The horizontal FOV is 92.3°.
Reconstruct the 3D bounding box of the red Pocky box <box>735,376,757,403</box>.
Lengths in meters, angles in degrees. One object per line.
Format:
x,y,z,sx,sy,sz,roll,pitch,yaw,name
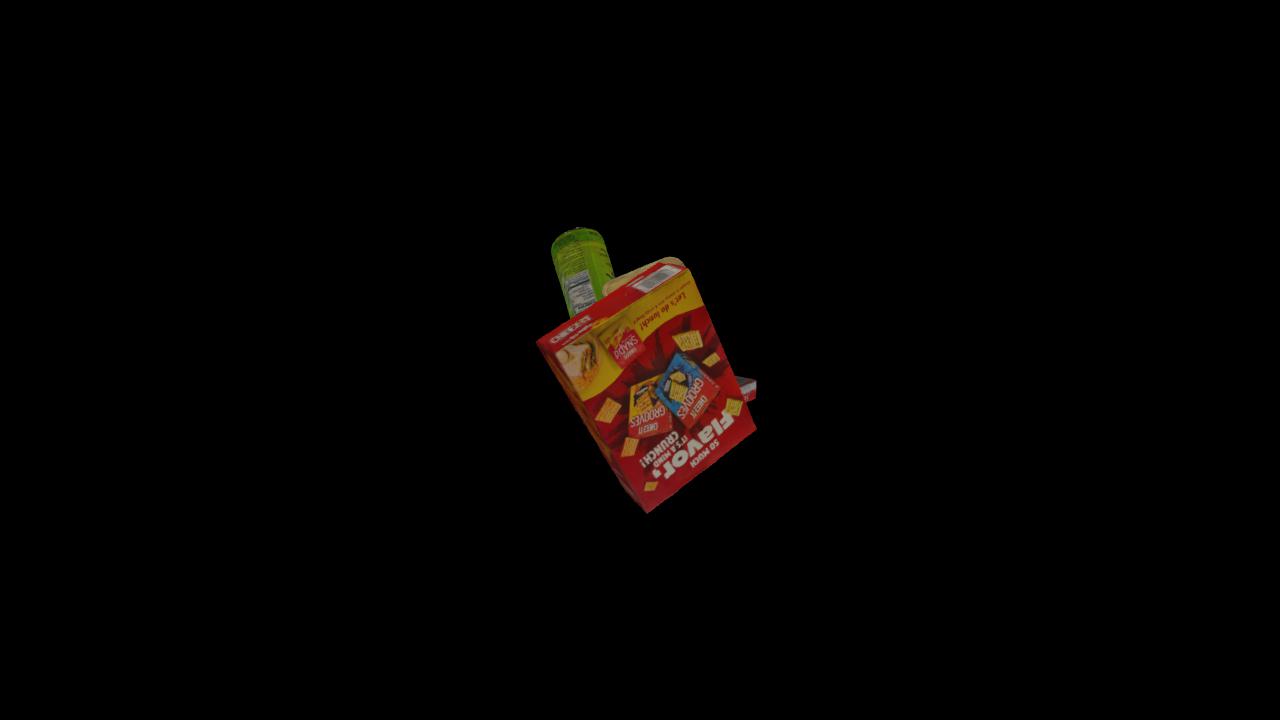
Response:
0.059,0.032,0.768,0.155,0.028,0.083,12,19,40,red Pocky box

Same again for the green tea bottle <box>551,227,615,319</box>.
-0.052,-0.054,0.734,0.073,0.212,0.073,-13,-21,-5,green tea bottle

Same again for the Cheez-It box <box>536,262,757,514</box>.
0.016,0.030,0.670,0.166,0.223,0.071,-35,26,-14,Cheez-It box

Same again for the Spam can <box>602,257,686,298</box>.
0.010,-0.059,0.689,0.101,0.058,0.085,-25,-28,-10,Spam can
